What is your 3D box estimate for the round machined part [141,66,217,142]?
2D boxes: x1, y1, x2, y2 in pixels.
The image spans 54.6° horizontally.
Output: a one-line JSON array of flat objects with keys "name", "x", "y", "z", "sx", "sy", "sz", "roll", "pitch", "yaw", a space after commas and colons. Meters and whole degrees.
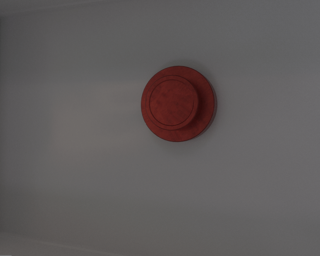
[{"name": "round machined part", "x": 0.020, "y": -0.031, "z": 0.395, "sx": 0.098, "sy": 0.042, "sz": 0.097, "roll": 0, "pitch": 90, "yaw": 20}]
